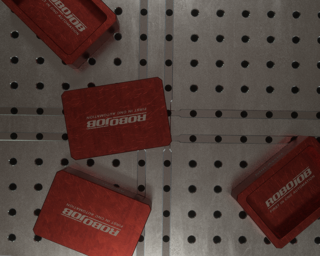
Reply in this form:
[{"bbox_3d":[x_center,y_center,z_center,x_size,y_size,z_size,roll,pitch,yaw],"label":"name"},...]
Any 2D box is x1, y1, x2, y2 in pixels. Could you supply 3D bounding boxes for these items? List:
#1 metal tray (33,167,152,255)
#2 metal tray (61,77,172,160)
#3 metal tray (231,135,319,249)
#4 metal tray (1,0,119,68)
[{"bbox_3d":[-0.087,0.117,0.410,0.131,0.030,0.090,22,90,-1],"label":"metal tray"},{"bbox_3d":[-0.056,-0.012,0.410,0.131,0.030,0.089,-9,90,-1],"label":"metal tray"},{"bbox_3d":[0.174,0.083,0.413,0.130,0.030,0.090,-40,91,-1],"label":"metal tray"},{"bbox_3d":[-0.130,-0.155,0.408,0.130,0.030,0.090,45,90,-1],"label":"metal tray"}]
